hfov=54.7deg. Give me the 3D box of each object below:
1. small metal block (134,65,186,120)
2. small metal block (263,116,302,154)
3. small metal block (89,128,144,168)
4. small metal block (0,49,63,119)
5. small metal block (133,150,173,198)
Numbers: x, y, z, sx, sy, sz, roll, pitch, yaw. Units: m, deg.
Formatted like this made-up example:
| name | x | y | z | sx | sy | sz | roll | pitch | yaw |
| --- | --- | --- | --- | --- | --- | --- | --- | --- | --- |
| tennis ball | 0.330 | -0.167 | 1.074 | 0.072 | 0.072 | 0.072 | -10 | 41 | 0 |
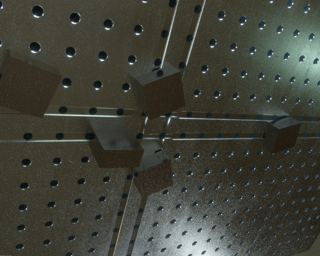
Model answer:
| name | x | y | z | sx | sy | sz | roll | pitch | yaw |
| --- | --- | --- | --- | --- | --- | --- | --- | --- | --- |
| small metal block | 0.001 | -0.044 | 0.386 | 0.050 | 0.025 | 0.050 | -23 | 127 | -15 |
| small metal block | 0.211 | 0.012 | 0.537 | 0.050 | 0.025 | 0.050 | -14 | 124 | -21 |
| small metal block | -0.055 | 0.024 | 0.382 | 0.050 | 0.050 | 0.025 | 3 | 117 | -30 |
| small metal block | -0.135 | -0.043 | 0.311 | 0.050 | 0.025 | 0.050 | 20 | 107 | -36 |
| small metal block | -0.010 | 0.066 | 0.448 | 0.050 | 0.025 | 0.050 | -19 | 126 | -18 |
